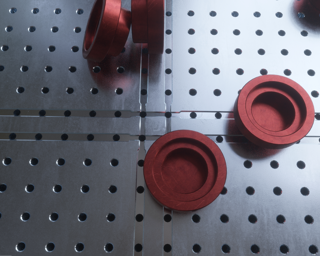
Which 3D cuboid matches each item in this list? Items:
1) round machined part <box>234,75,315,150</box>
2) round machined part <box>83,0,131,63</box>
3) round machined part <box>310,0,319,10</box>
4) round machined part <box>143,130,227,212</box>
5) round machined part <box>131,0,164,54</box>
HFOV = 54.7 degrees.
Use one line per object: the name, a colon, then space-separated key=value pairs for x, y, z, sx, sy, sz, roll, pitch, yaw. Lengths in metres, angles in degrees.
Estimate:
round machined part: x=0.147 y=-0.018 z=0.411 sx=0.099 sy=0.042 sz=0.098 roll=0 pitch=70 yaw=-1
round machined part: x=-0.072 y=-0.138 z=0.429 sx=0.042 sy=0.098 sz=0.098 roll=13 pitch=68 yaw=-26
round machined part: x=0.277 y=-0.221 z=0.487 sx=0.099 sy=0.042 sz=0.098 roll=0 pitch=70 yaw=-1
round machined part: x=0.030 y=0.054 z=0.383 sx=0.099 sy=0.042 sz=0.098 roll=0 pitch=70 yaw=-1
round machined part: x=-0.016 y=-0.152 z=0.429 sx=0.042 sy=0.098 sz=0.098 roll=0 pitch=70 yaw=-1
